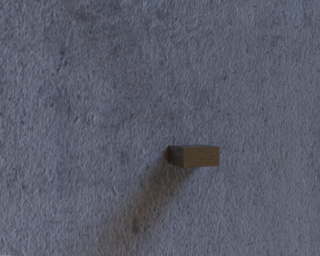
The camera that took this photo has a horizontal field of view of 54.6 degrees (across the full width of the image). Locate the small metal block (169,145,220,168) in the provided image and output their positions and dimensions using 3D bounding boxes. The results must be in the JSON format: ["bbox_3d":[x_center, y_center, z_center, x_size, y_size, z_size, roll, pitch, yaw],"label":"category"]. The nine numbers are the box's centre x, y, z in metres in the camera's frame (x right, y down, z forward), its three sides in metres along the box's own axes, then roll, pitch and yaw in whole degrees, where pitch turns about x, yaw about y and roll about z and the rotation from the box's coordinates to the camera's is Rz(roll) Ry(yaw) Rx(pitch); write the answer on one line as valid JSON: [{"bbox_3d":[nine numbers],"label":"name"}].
[{"bbox_3d":[0.044,0.036,0.412,0.050,0.050,0.025,-1,91,-20],"label":"small metal block"}]
